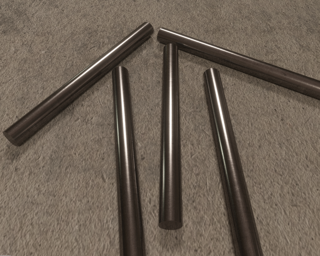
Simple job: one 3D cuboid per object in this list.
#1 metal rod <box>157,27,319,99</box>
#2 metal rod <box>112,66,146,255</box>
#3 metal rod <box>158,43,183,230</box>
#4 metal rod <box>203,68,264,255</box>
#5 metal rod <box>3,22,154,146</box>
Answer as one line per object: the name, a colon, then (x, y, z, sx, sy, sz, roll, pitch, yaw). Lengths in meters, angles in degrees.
metal rod: (0.130, -0.103, 0.491, 0.301, 0.025, 0.025, 25, 54, 19)
metal rod: (-0.042, 0.029, 0.377, 0.025, 0.025, 0.300, -5, 50, -5)
metal rod: (0.014, -0.014, 0.415, 0.025, 0.025, 0.300, 1, 50, 1)
metal rod: (0.083, 0.033, 0.376, 0.025, 0.025, 0.300, -1, 50, -2)
metal rod: (-0.105, -0.082, 0.470, 0.025, 0.025, 0.301, 27, 55, 20)
